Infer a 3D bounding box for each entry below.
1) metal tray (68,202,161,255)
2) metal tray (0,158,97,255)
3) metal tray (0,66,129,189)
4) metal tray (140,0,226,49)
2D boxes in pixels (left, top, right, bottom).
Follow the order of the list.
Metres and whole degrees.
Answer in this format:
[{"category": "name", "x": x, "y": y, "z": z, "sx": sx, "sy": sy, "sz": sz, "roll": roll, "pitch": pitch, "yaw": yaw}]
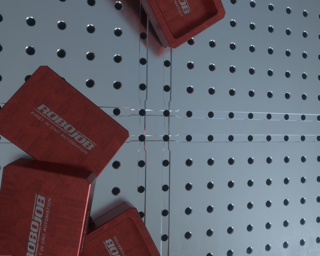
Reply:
[{"category": "metal tray", "x": -0.047, "y": 0.173, "z": 0.393, "sx": 0.091, "sy": 0.030, "sz": 0.129, "roll": -28, "pitch": 100, "yaw": -18}, {"category": "metal tray", "x": -0.126, "y": 0.105, "z": 0.337, "sx": 0.091, "sy": 0.030, "sz": 0.129, "roll": 11, "pitch": 97, "yaw": -1}, {"category": "metal tray", "x": -0.114, "y": 0.002, "z": 0.368, "sx": 0.130, "sy": 0.030, "sz": 0.090, "roll": 40, "pitch": 77, "yaw": -16}, {"category": "metal tray", "x": 0.019, "y": -0.180, "z": 0.392, "sx": 0.090, "sy": 0.030, "sz": 0.130, "roll": -34, "pitch": 117, "yaw": -8}]
